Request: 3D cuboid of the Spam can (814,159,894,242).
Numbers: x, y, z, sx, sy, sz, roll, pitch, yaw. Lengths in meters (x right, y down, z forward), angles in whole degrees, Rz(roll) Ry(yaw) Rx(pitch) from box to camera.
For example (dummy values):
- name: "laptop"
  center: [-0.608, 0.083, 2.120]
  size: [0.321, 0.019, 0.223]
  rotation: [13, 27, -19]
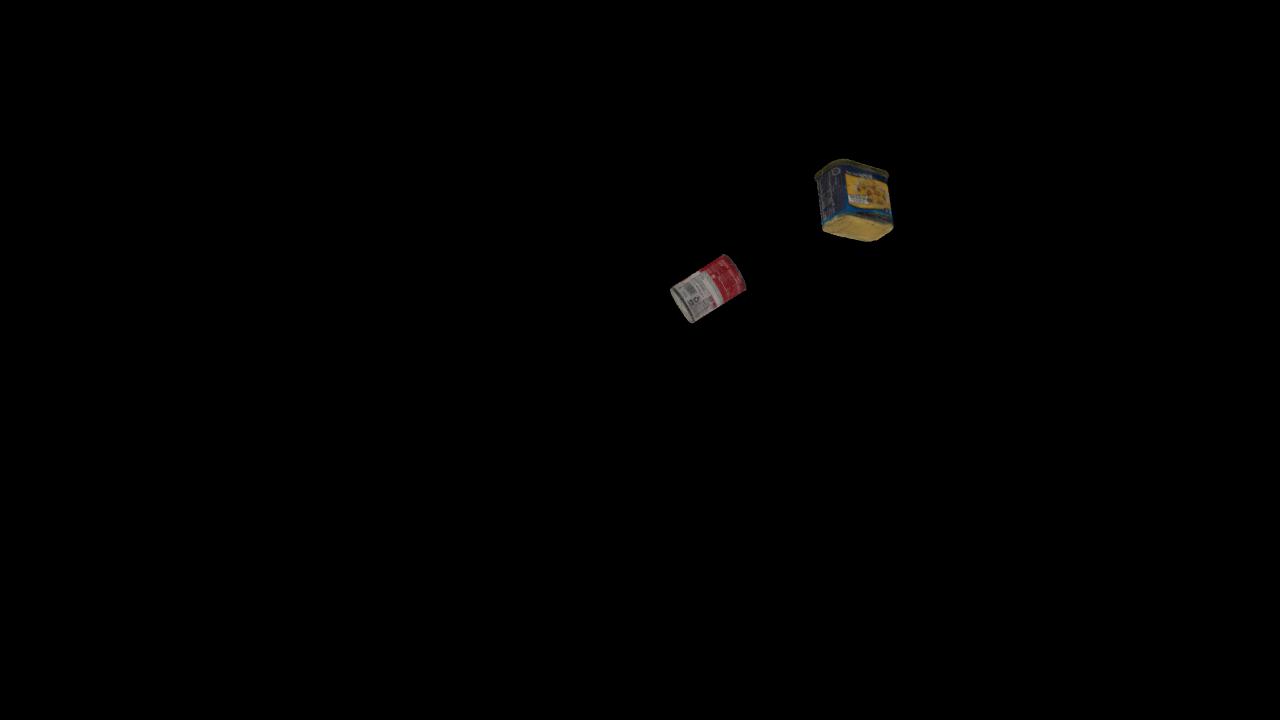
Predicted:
- name: "Spam can"
  center: [0.295, -0.216, 0.842]
  size: [0.101, 0.085, 0.058]
  rotation: [6, -18, -23]

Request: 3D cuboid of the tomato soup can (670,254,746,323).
- name: "tomato soup can"
  center: [0.106, -0.110, 0.963]
  size: [0.101, 0.068, 0.068]
  rotation: [-33, 2, -3]
